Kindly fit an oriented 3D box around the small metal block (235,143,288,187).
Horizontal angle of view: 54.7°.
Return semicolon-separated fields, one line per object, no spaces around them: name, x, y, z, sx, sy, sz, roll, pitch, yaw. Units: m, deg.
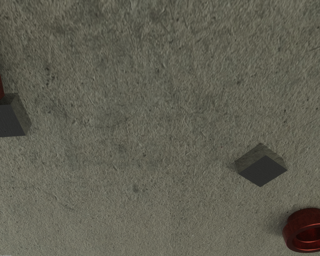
small metal block;0.149;0.056;0.457;0.050;0.025;0.050;32;123;-25

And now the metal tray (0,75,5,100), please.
metal tray;-0.218;-0.085;0.307;0.091;0.030;0.129;0;115;-1

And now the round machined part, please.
round machined part;0.269;0.180;0.553;0.099;0.042;0.097;-1;130;0

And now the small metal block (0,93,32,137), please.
small metal block;-0.199;-0.015;0.391;0.050;0.025;0.050;-4;130;3
